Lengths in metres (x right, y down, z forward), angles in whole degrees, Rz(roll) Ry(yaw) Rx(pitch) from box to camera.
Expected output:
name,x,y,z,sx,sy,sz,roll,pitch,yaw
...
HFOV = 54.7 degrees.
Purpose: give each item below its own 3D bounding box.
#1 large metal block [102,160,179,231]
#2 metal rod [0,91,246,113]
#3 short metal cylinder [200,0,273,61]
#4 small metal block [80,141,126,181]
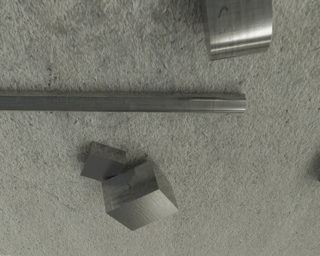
name,x,y,z,sx,sy,sz,roll,pitch,yaw
large metal block,-0.028,0.102,0.459,0.080,0.050,0.080,-26,138,7
metal rod,-0.048,-0.032,0.379,0.302,0.025,0.025,1,130,-1
short metal cylinder,0.066,-0.105,0.283,0.050,0.080,0.080,-8,130,7
small metal block,-0.083,0.051,0.450,0.050,0.025,0.050,19,128,-16
